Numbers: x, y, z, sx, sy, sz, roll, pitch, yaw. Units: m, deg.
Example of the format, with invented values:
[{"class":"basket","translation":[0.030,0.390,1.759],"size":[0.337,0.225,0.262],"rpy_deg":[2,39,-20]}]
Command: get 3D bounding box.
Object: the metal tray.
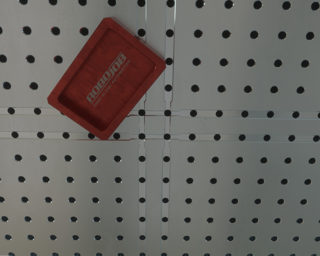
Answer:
[{"class":"metal tray","translation":[-0.066,-0.059,0.387],"size":[0.090,0.030,0.130],"rpy_deg":[37,106,-13]}]
